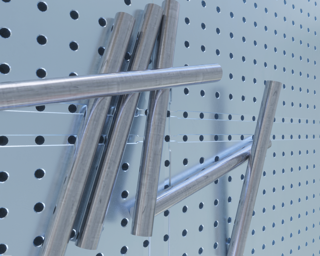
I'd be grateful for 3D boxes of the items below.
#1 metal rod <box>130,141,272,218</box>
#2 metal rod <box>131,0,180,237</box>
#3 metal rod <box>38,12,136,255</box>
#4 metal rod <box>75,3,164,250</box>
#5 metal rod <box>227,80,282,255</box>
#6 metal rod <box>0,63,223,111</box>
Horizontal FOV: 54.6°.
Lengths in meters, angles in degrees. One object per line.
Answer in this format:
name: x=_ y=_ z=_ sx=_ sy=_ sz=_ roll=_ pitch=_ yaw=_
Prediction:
metal rod: x=0.082 y=0.068 z=0.476 sx=0.302 sy=0.025 sz=0.025 roll=-20 pitch=103 yaw=-38
metal rod: x=-0.003 y=-0.022 z=0.389 sx=0.025 sy=0.025 sz=0.299 roll=17 pitch=74 yaw=-39
metal rod: x=-0.079 y=0.009 z=0.342 sx=0.025 sy=0.025 sz=0.299 roll=24 pitch=75 yaw=-37
metal rod: x=-0.044 y=-0.012 z=0.370 sx=0.025 sy=0.025 sz=0.299 roll=24 pitch=75 yaw=-38
metal rod: x=0.154 y=0.072 z=0.507 sx=0.025 sy=0.025 sz=0.298 roll=11 pitch=92 yaw=-39
metal rod: x=-0.050 y=-0.047 z=0.332 sx=0.302 sy=0.025 sz=0.025 roll=-12 pitch=98 yaw=-33
